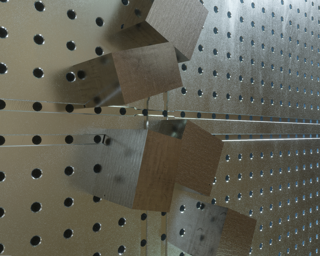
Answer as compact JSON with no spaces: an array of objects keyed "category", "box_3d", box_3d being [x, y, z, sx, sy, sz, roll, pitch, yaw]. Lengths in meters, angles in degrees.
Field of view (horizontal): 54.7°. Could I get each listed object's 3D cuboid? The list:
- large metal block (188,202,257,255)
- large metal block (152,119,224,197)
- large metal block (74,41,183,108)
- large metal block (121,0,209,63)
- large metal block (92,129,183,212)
[{"category":"large metal block","box_3d":[0.098,0.167,0.478,0.080,0.050,0.080,30,71,-36]},{"category":"large metal block","box_3d":[0.035,0.041,0.425,0.080,0.050,0.080,29,72,-37]},{"category":"large metal block","box_3d":[-0.035,-0.058,0.345,0.081,0.080,0.050,-23,105,-38]},{"category":"large metal block","box_3d":[0.008,-0.139,0.402,0.080,0.050,0.080,33,70,-36]},{"category":"large metal block","box_3d":[-0.027,0.046,0.353,0.050,0.080,0.080,18,79,-39]}]
